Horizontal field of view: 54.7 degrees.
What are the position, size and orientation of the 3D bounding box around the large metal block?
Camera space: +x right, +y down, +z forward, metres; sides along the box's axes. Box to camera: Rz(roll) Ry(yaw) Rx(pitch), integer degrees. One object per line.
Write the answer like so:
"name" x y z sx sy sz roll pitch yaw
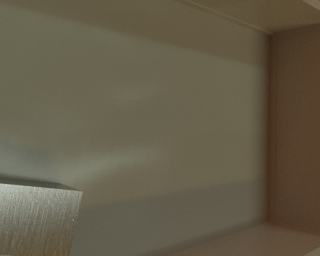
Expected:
"large metal block" -0.127 0.091 0.284 0.081 0.050 0.080 16 80 -39
